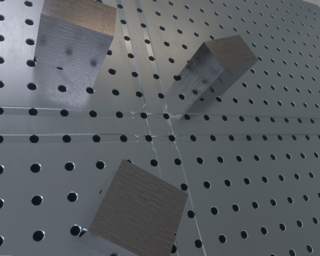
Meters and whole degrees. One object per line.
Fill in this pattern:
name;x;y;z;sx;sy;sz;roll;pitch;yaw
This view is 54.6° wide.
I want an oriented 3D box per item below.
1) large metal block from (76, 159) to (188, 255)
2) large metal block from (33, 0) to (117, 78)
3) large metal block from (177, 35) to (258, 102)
large metal block;-0.027;0.092;0.321;0.080;0.050;0.080;30;52;-9
large metal block;-0.106;-0.116;0.386;0.081;0.080;0.050;13;57;-21
large metal block;0.087;-0.091;0.474;0.081;0.080;0.050;-22;74;-36
